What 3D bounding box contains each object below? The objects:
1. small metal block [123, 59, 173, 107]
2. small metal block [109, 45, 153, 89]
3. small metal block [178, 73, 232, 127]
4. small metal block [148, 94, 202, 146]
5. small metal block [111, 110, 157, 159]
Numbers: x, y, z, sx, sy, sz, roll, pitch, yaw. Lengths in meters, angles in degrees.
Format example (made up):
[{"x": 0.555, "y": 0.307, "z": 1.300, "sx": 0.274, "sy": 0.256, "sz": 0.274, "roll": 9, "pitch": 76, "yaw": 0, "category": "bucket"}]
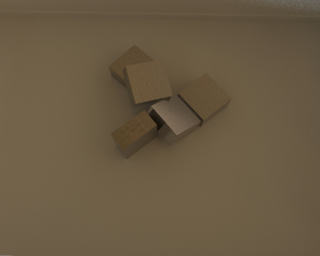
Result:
[{"x": -0.017, "y": -0.059, "z": 0.408, "sx": 0.050, "sy": 0.025, "sz": 0.050, "roll": -14, "pitch": 88, "yaw": -16, "category": "small metal block"}, {"x": -0.035, "y": -0.081, "z": 0.439, "sx": 0.050, "sy": 0.025, "sz": 0.050, "roll": 41, "pitch": 75, "yaw": 13, "category": "small metal block"}, {"x": 0.060, "y": -0.039, "z": 0.425, "sx": 0.050, "sy": 0.025, "sz": 0.050, "roll": -37, "pitch": 75, "yaw": -13, "category": "small metal block"}, {"x": 0.018, "y": -0.012, "z": 0.404, "sx": 0.050, "sy": 0.025, "sz": 0.050, "roll": -28, "pitch": 71, "yaw": -38, "category": "small metal block"}, {"x": -0.031, "y": 0.010, "z": 0.392, "sx": 0.050, "sy": 0.050, "sz": 0.025, "roll": -37, "pitch": 76, "yaw": -12, "category": "small metal block"}]
